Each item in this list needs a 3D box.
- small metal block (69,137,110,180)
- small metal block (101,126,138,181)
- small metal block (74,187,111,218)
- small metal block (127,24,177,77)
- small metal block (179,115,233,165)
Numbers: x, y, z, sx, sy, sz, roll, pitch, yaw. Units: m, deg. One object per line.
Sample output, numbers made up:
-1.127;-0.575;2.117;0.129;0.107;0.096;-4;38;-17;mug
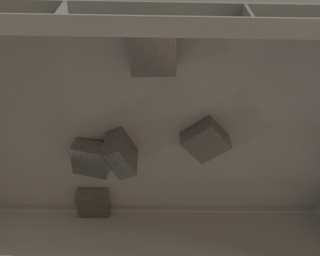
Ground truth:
-0.097;0.044;0.440;0.050;0.025;0.050;10;130;4;small metal block
-0.053;0.034;0.421;0.025;0.050;0.050;-19;128;15;small metal block
-0.110;0.124;0.513;0.050;0.025;0.050;1;130;-1;small metal block
-0.008;-0.084;0.338;0.050;0.025;0.050;-1;130;0;small metal block
0.062;0.017;0.424;0.050;0.025;0.050;-32;123;24;small metal block
